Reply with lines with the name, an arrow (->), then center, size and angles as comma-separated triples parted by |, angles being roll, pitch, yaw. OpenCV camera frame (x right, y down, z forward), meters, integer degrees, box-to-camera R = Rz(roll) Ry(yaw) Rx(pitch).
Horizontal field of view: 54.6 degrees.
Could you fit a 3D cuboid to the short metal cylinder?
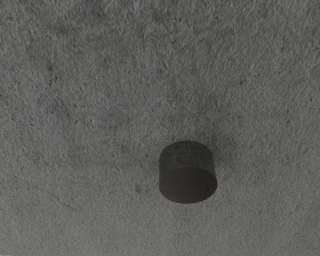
short metal cylinder -> 0.039, 0.064, 0.445 | 0.080, 0.050, 0.080 | 0, 130, 0
